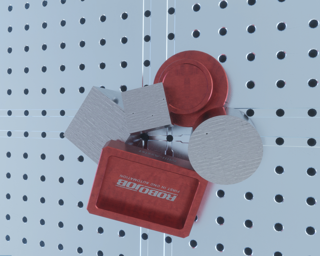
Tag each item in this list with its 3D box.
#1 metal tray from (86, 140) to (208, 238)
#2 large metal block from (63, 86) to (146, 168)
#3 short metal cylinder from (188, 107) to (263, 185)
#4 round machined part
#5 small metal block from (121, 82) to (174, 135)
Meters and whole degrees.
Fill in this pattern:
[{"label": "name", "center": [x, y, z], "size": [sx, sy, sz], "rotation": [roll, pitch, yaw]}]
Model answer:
[{"label": "metal tray", "center": [-0.015, 0.076, 0.385], "size": [0.131, 0.030, 0.089], "rotation": [16, 103, -3]}, {"label": "large metal block", "center": [-0.070, 0.000, 0.424], "size": [0.080, 0.050, 0.080], "rotation": [37, 102, 16]}, {"label": "short metal cylinder", "center": [0.074, 0.019, 0.361], "size": [0.080, 0.050, 0.079], "rotation": [2, 104, 8]}, {"label": "round machined part", "center": [0.036, -0.050, 0.390], "size": [0.098, 0.042, 0.097], "rotation": [0, 90, 20]}, {"label": "small metal block", "center": [-0.014, -0.022, 0.368], "size": [0.050, 0.025, 0.050], "rotation": [-13, 83, 8]}]
